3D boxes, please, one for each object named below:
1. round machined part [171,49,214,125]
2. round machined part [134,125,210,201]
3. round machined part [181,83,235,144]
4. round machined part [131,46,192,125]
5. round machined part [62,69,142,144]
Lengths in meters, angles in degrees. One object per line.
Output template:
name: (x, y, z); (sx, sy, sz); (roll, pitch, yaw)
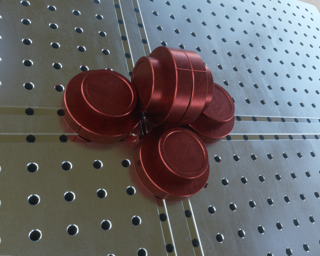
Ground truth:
round machined part: (0.033, -0.053, 0.406); (0.042, 0.097, 0.098); (-1, 62, -29)
round machined part: (0.021, 0.038, 0.387); (0.099, 0.042, 0.098); (14, 56, -21)
round machined part: (0.070, -0.029, 0.454); (0.099, 0.042, 0.098); (14, 56, -21)
round machined part: (-0.005, -0.052, 0.384); (0.042, 0.097, 0.098); (1, 61, -28)
round machined part: (-0.067, -0.033, 0.382); (0.099, 0.042, 0.098); (14, 56, -21)
